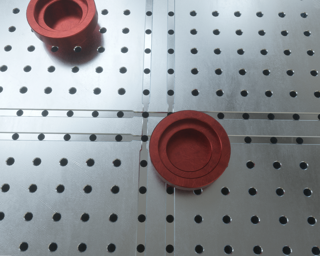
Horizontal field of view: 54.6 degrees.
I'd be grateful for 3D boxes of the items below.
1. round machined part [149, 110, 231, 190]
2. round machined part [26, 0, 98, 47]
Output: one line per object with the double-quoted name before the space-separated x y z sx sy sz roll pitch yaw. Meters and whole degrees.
"round machined part" 0.036 0.030 0.392 0.099 0.042 0.098 0 70 0
"round machined part" -0.141 -0.161 0.461 0.099 0.042 0.098 0 70 0
